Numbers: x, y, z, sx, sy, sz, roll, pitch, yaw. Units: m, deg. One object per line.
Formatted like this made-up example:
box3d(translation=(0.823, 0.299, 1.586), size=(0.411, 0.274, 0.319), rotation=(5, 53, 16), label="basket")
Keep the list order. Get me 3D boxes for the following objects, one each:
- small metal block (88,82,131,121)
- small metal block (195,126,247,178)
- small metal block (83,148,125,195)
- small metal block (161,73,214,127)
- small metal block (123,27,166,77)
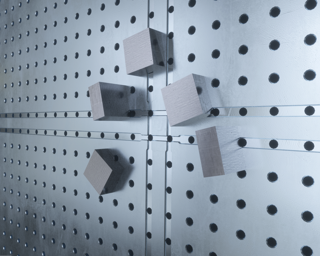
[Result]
box3d(translation=(-0.074, -0.038, 0.455), size=(0.025, 0.050, 0.050), rotation=(-18, 79, 39), label="small metal block")
box3d(translation=(0.067, 0.025, 0.338), size=(0.025, 0.050, 0.050), rotation=(-16, 80, 39), label="small metal block")
box3d(translation=(-0.088, 0.068, 0.484), size=(0.050, 0.025, 0.050), rotation=(42, 116, 32), label="small metal block")
box3d(translation=(0.033, -0.033, 0.383), size=(0.050, 0.025, 0.050), rotation=(-22, 76, 38), label="small metal block")
box3d(translation=(-0.022, -0.103, 0.429), size=(0.050, 0.025, 0.050), rotation=(-12, 83, 39), label="small metal block")
